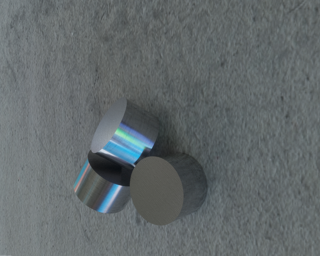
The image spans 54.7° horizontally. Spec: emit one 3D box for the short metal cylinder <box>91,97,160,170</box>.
[{"bbox_3d":[-0.045,0.007,0.400,0.080,0.050,0.080,-42,30,31],"label":"short metal cylinder"}]

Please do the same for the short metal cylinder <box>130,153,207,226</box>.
[{"bbox_3d":[0.010,0.072,0.378,0.080,0.050,0.079,1,92,38],"label":"short metal cylinder"}]

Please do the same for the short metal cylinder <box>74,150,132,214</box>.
[{"bbox_3d":[-0.070,0.069,0.425,0.080,0.081,0.050,45,117,30],"label":"short metal cylinder"}]
